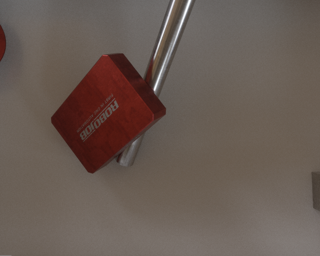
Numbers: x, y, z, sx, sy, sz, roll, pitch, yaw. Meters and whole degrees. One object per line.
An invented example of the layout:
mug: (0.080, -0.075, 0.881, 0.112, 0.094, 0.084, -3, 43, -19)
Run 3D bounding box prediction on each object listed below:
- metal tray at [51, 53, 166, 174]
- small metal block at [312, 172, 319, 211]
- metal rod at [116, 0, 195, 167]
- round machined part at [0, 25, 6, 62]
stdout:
metal tray: (-0.066, -0.014, 0.372, 0.129, 0.030, 0.090, -40, 85, 32)
small metal block: (0.235, 0.084, 0.415, 0.050, 0.025, 0.050, -3, 90, -1)
metal rod: (0.003, -0.080, 0.346, 0.025, 0.025, 0.298, 22, 117, -1)
round machined part: (-0.249, -0.106, 0.384, 0.099, 0.042, 0.097, 6, 79, -35)
